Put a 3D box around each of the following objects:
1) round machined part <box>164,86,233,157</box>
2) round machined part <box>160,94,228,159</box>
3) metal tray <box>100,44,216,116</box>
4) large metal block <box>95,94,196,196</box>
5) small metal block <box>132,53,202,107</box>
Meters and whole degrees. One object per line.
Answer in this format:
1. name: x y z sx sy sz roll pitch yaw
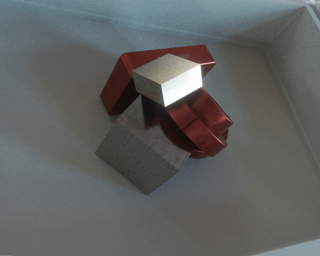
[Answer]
1. round machined part: 0.046 -0.018 0.356 0.098 0.042 0.098 46 13 -13
2. round machined part: 0.039 -0.003 0.419 0.099 0.042 0.098 14 56 -21
3. metal tray: -0.002 -0.062 0.400 0.131 0.090 0.030 -16 71 -35
4. large metal block: -0.016 0.021 0.349 0.080 0.080 0.050 39 51 -2
5. small metal block: 0.007 -0.052 0.322 0.050 0.025 0.050 -31 40 -25
